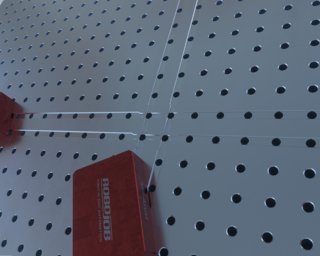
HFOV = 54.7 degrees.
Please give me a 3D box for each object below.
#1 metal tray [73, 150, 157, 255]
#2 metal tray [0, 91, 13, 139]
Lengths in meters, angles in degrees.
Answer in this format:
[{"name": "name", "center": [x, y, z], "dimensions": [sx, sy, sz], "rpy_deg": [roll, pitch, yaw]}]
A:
[{"name": "metal tray", "center": [-0.059, 0.100, 0.373], "dimensions": [0.090, 0.030, 0.130], "rpy_deg": [-22, 54, 14]}, {"name": "metal tray", "center": [-0.343, -0.005, 0.584], "dimensions": [0.130, 0.030, 0.090], "rpy_deg": [-23, 53, 13]}]
